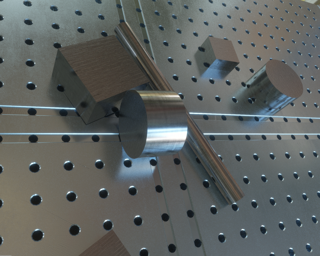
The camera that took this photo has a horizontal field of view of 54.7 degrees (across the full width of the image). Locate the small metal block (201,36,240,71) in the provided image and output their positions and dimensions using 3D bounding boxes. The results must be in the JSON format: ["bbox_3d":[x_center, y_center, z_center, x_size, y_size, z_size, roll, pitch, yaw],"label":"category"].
[{"bbox_3d":[0.105,-0.130,0.544,0.050,0.025,0.050,2,61,-27],"label":"small metal block"}]

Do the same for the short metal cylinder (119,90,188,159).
[{"bbox_3d":[-0.011,-0.005,0.370,0.050,0.080,0.080,-2,63,-29],"label":"short metal cylinder"}]

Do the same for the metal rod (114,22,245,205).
[{"bbox_3d":[0.021,-0.029,0.436,0.025,0.025,0.299,-24,75,-36],"label":"metal rod"}]

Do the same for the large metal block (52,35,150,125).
[{"bbox_3d":[-0.075,-0.063,0.389,0.081,0.050,0.080,-28,77,-37],"label":"large metal block"}]

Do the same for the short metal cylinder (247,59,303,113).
[{"bbox_3d":[0.201,-0.073,0.545,0.081,0.050,0.080,14,56,-21],"label":"short metal cylinder"}]

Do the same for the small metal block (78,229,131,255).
[{"bbox_3d":[-0.054,0.135,0.296,0.050,0.025,0.050,-31,79,-38],"label":"small metal block"}]
